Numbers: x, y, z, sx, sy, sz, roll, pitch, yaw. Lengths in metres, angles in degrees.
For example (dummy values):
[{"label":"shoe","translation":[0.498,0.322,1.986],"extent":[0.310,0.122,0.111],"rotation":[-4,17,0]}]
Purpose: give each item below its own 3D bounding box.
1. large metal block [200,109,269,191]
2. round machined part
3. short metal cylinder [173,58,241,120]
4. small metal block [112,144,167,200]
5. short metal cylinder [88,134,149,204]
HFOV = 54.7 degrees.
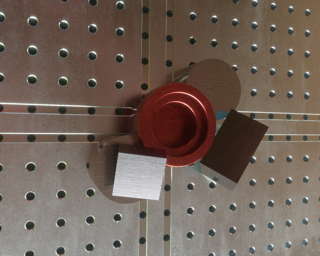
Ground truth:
[{"label":"large metal block","translation":[0.096,0.032,0.412],"extent":[0.050,0.080,0.080],"rotation":[29,79,17]},{"label":"round machined part","translation":[0.015,-0.004,0.378],"extent":[0.099,0.042,0.097],"rotation":[0,90,-20]},{"label":"short metal cylinder","translation":[0.062,-0.050,0.422],"extent":[0.081,0.050,0.079],"rotation":[0,90,-20]},{"label":"small metal block","translation":[-0.023,0.048,0.338],"extent":[0.050,0.025,0.050],"rotation":[8,107,-8]},{"label":"short metal cylinder","translation":[-0.045,0.048,0.382],"extent":[0.081,0.050,0.079],"rotation":[0,90,-20]}]
